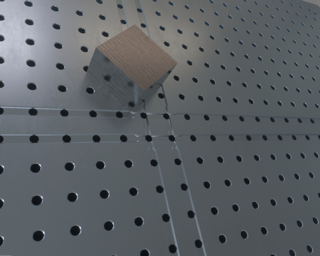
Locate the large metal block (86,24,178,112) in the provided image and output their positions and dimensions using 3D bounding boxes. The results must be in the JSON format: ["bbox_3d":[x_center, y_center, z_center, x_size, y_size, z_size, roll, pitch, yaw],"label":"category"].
[{"bbox_3d":[-0.037,-0.082,0.422,0.080,0.050,0.080,43,51,1],"label":"large metal block"}]
